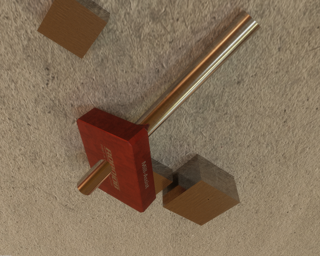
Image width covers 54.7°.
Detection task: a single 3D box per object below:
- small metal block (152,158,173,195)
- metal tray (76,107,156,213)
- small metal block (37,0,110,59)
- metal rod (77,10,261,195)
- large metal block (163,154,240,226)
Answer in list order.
[{"bbox_3d":[-0.016,0.075,0.471,0.050,0.025,0.050,32,123,-25],"label":"small metal block"},{"bbox_3d":[-0.054,0.044,0.407,0.090,0.030,0.129,21,136,29],"label":"metal tray"},{"bbox_3d":[-0.087,-0.108,0.314,0.050,0.025,0.050,31,123,-24],"label":"small metal block"},{"bbox_3d":[-0.005,-0.014,0.371,0.025,0.025,0.299,34,115,-26],"label":"metal rod"},{"bbox_3d":[0.061,0.097,0.474,0.080,0.050,0.080,33,123,-25],"label":"large metal block"}]
